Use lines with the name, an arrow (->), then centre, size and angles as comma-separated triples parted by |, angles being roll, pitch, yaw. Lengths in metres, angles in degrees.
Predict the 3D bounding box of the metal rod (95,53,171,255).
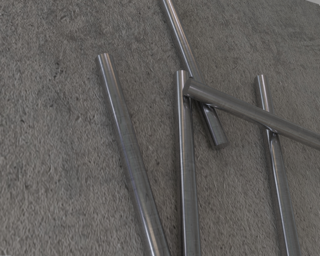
metal rod -> -0.032, 0.038, 0.362 | 0.025, 0.025, 0.299 | -4, 64, -30

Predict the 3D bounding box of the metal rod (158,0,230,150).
metal rod -> 0.046, -0.106, 0.492 | 0.025, 0.025, 0.299 | -2, 63, -29

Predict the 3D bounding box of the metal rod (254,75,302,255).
metal rod -> 0.174, 0.039, 0.472 | 0.025, 0.025, 0.300 | 16, 55, -19

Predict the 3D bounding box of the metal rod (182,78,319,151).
metal rod -> 0.172, -0.007, 0.466 | 0.302, 0.025, 0.025 | 20, 54, -16

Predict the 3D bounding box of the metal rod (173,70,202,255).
metal rod -> 0.033, 0.049, 0.391 | 0.025, 0.025, 0.299 | 13, 56, -21
